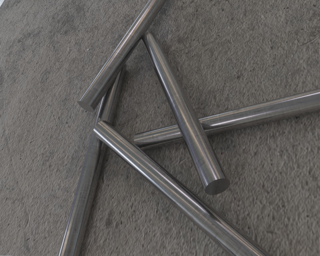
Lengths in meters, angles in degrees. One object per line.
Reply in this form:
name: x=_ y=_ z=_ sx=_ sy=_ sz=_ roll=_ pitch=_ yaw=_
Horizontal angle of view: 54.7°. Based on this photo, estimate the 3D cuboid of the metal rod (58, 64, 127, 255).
metal rod: x=-0.088 y=0.029 z=0.432 sx=0.025 sy=0.025 sz=0.300 roll=-5 pitch=59 yaw=26

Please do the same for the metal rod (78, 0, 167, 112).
metal rod: x=-0.040 y=-0.151 z=0.496 sx=0.025 sy=0.025 sz=0.300 roll=11 pitch=61 yaw=33

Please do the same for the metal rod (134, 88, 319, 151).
metal rod: x=0.109 y=-0.015 z=0.355 sx=0.301 sy=0.025 sz=0.025 roll=-14 pitch=56 yaw=20

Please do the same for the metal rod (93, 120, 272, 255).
metal rod: x=0.021 y=0.073 z=0.336 sx=0.300 sy=0.025 sz=0.025 roll=36 pitch=82 yaw=35

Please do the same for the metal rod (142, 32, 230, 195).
metal rod: x=0.018 y=-0.045 z=0.396 sx=0.025 sy=0.025 sz=0.300 roll=-29 pitch=44 yaw=10
